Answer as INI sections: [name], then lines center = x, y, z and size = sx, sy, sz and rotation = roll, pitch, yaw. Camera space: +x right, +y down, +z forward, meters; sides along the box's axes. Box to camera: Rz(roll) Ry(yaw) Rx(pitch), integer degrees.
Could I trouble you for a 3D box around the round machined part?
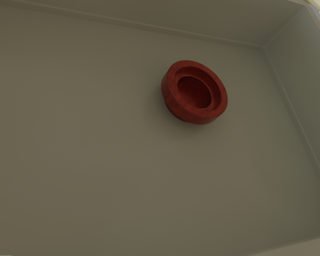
[round machined part]
center = 0.045, -0.047, 0.450
size = 0.099, 0.042, 0.098
rotation = 14, 56, -21
